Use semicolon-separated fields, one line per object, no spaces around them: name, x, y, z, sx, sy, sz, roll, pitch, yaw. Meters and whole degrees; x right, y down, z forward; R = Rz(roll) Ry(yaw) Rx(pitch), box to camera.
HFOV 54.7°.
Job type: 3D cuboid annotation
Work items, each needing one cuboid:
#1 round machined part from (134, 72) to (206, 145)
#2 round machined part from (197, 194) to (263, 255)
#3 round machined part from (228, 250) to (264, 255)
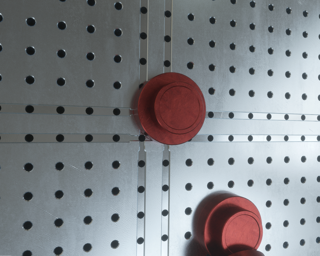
round machined part;0.018;-0.026;0.411;0.099;0.042;0.097;0;90;-21
round machined part;0.107;0.147;0.445;0.099;0.042;0.097;0;90;-20
round machined part;0.110;0.215;0.422;0.099;0.042;0.097;-10;127;-13
